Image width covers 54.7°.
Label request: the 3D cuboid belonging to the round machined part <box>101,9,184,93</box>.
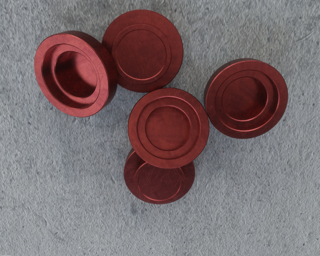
[{"bbox_3d":[-0.021,-0.089,0.368,0.099,0.042,0.097,0,110,-1],"label":"round machined part"}]

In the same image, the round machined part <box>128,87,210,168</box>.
[{"bbox_3d":[0.010,0.000,0.391,0.099,0.042,0.097,0,87,-3],"label":"round machined part"}]

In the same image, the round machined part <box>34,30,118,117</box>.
[{"bbox_3d":[-0.094,-0.065,0.365,0.098,0.042,0.097,10,119,18],"label":"round machined part"}]

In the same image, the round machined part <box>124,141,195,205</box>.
[{"bbox_3d":[-0.001,0.064,0.425,0.099,0.042,0.097,0,110,-1],"label":"round machined part"}]

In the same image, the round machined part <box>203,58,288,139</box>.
[{"bbox_3d":[0.104,-0.039,0.389,0.099,0.042,0.097,0,110,-1],"label":"round machined part"}]
